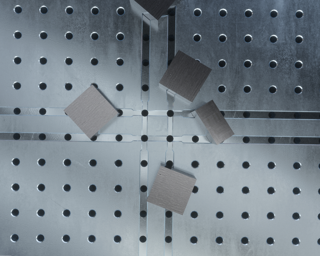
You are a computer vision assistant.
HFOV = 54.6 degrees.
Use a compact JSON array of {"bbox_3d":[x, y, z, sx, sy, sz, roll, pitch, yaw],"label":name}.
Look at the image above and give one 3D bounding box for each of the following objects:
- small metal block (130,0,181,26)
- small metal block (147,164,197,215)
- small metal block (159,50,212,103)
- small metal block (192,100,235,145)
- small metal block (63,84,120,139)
[{"bbox_3d":[-0.005,-0.174,0.413,0.050,0.025,0.050,41,90,0],"label":"small metal block"},{"bbox_3d":[0.015,0.081,0.414,0.050,0.025,0.050,21,90,0],"label":"small metal block"},{"bbox_3d":[0.033,-0.067,0.414,0.050,0.025,0.050,31,90,0],"label":"small metal block"},{"bbox_3d":[0.067,-0.007,0.401,0.025,0.050,0.050,-33,90,0],"label":"small metal block"},{"bbox_3d":[-0.089,-0.021,0.413,0.050,0.025,0.050,-42,90,0],"label":"small metal block"}]
